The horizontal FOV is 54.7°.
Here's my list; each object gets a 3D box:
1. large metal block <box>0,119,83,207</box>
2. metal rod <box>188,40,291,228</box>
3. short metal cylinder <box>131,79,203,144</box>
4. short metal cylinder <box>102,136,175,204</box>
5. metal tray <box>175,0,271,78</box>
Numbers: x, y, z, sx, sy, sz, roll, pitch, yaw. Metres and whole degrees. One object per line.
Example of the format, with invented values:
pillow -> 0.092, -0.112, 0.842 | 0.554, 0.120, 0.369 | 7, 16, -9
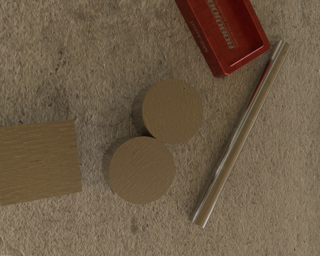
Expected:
large metal block -> -0.135, 0.034, 0.346 | 0.081, 0.050, 0.080 | -7, 93, -20
metal rod -> 0.120, 0.002, 0.453 | 0.025, 0.025, 0.299 | 31, 80, -18
short metal cylinder -> 0.008, -0.020, 0.399 | 0.081, 0.050, 0.080 | 0, 90, -20
short metal cylinder -> -0.028, 0.049, 0.386 | 0.081, 0.050, 0.080 | 0, 90, -20
metal tray -> 0.091, -0.149, 0.439 | 0.090, 0.030, 0.130 | -33, 101, -17
